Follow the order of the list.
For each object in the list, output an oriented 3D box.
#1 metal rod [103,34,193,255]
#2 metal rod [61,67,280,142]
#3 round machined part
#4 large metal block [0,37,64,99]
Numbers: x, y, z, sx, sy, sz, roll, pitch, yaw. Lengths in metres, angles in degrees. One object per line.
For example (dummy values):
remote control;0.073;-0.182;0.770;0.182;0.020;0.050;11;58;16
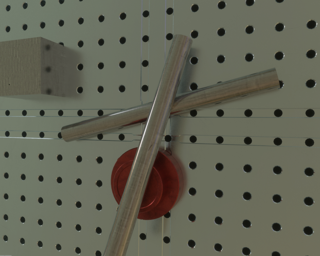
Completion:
metal rod;-0.015;0.029;0.375;0.025;0.025;0.299;15;83;19
metal rod;0.000;-0.025;0.411;0.301;0.025;0.025;-14;86;19
round machined part;-0.022;0.074;0.410;0.098;0.042;0.097;0;90;19
large metal block;-0.195;-0.087;0.466;0.080;0.050;0.079;0;90;19
